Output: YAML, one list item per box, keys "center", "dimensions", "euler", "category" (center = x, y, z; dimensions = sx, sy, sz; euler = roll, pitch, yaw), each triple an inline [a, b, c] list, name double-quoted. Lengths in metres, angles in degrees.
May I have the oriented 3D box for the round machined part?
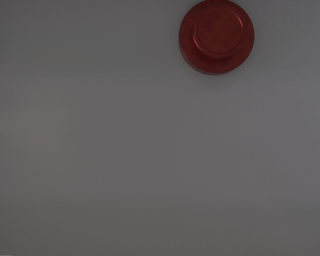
- center: [0.074, -0.120, 0.403]
  dimensions: [0.099, 0.042, 0.097]
  euler: [0, 90, 0]
  category: "round machined part"
